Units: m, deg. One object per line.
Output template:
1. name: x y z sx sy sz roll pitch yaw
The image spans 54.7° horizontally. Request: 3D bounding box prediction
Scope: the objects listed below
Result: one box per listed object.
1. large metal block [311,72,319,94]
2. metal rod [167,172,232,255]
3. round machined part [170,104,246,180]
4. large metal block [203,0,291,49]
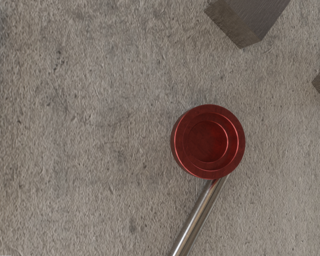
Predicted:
1. large metal block: 0.311 -0.086 0.497 0.080 0.080 0.050 -47 105 -14
2. metal rod: 0.037 0.152 0.424 0.025 0.025 0.300 34 79 -17
3. round machined part: 0.061 0.019 0.419 0.099 0.042 0.097 1 86 -14
4. large metal block: 0.124 -0.175 0.443 0.080 0.050 0.080 41 77 -16
